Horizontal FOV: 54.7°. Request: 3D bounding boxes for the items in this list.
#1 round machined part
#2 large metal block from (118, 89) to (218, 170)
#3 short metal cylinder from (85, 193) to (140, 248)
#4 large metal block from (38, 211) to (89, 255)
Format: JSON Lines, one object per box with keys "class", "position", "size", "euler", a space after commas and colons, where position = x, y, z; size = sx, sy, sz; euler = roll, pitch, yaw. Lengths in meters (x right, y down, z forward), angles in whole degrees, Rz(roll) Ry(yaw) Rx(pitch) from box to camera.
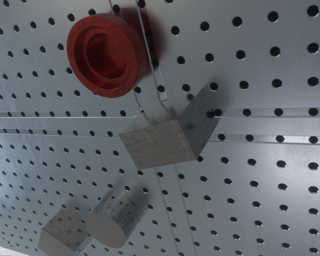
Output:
{"class": "round machined part", "position": [-0.060, -0.089, 0.377], "size": [0.098, 0.042, 0.097], "euler": [13, 124, 21]}
{"class": "large metal block", "position": [0.012, 0.001, 0.370], "size": [0.080, 0.080, 0.050], "euler": [-15, 111, 34]}
{"class": "short metal cylinder", "position": [-0.082, 0.160, 0.537], "size": [0.080, 0.050, 0.079], "euler": [13, 124, 21]}
{"class": "large metal block", "position": [-0.202, 0.235, 0.647], "size": [0.080, 0.050, 0.079], "euler": [32, 129, 7]}
